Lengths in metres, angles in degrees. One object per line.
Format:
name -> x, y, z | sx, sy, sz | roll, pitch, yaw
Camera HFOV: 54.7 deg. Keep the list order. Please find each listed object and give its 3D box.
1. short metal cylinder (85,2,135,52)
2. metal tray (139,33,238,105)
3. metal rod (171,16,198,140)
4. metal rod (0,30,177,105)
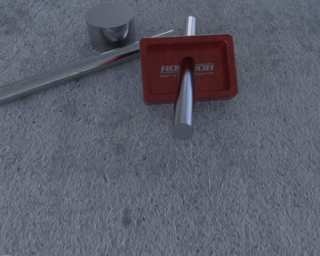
short metal cylinder -> -0.083, -0.172, 0.531 | 0.081, 0.050, 0.080 | 0, 50, 0
metal tray -> 0.039, -0.083, 0.439 | 0.131, 0.030, 0.089 | -4, 85, -4
metal rod -> 0.040, -0.094, 0.453 | 0.025, 0.025, 0.300 | 5, 41, 4
metal rod -> -0.107, -0.099, 0.485 | 0.302, 0.025, 0.025 | -24, 54, -19
